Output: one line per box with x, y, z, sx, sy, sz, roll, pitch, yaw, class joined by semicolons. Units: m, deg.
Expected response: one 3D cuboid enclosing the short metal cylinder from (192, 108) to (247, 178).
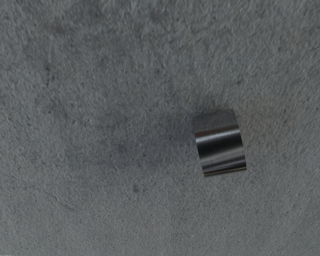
0.074;0.019;0.389;0.050;0.080;0.080;-12;129;9;short metal cylinder
